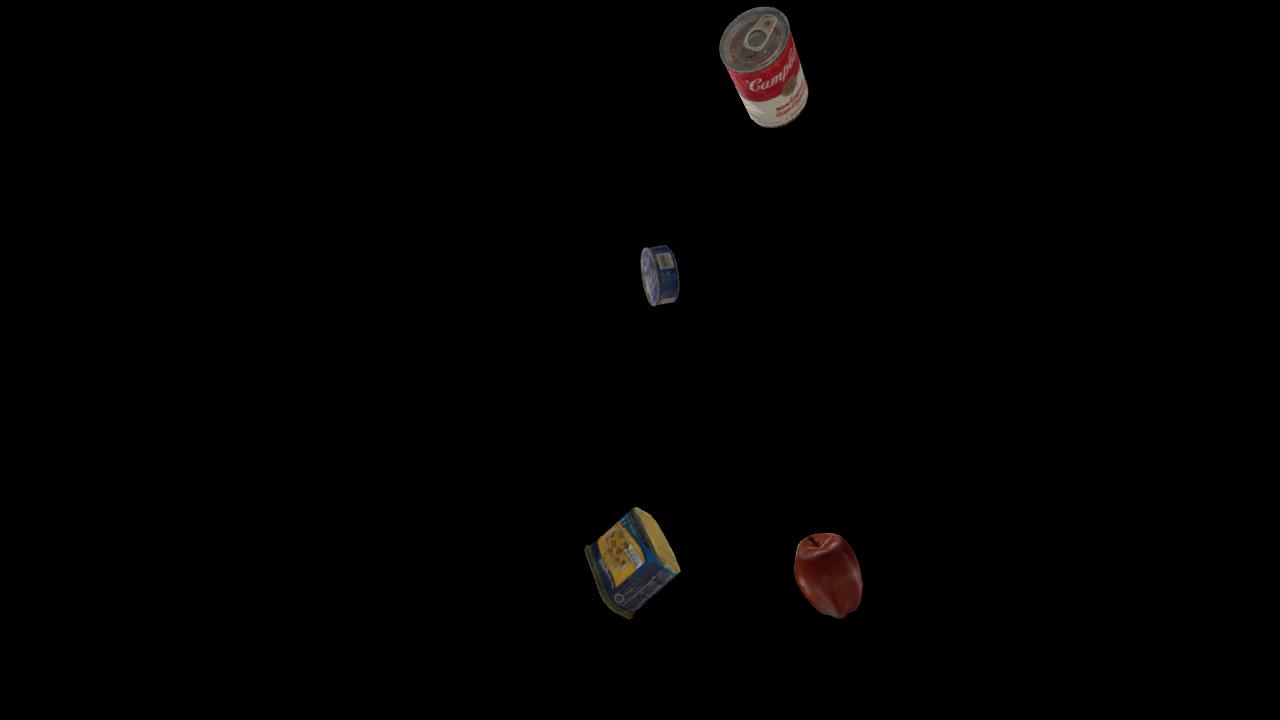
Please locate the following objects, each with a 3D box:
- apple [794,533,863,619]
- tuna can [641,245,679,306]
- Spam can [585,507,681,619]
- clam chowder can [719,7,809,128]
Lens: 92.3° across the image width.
[{"bbox_3d":[0.216,0.245,0.710,0.079,0.093,0.079,-22,-1,0],"label":"apple"},{"bbox_3d":[0.028,-0.121,0.879,0.034,0.084,0.084,-11,2,-12],"label":"tuna can"},{"bbox_3d":[-0.009,0.241,0.742,0.058,0.085,0.101,42,7,-36],"label":"Spam can"},{"bbox_3d":[0.127,-0.289,0.618,0.068,0.068,0.102,0,-11,25],"label":"clam chowder can"}]
